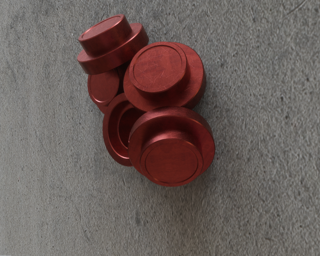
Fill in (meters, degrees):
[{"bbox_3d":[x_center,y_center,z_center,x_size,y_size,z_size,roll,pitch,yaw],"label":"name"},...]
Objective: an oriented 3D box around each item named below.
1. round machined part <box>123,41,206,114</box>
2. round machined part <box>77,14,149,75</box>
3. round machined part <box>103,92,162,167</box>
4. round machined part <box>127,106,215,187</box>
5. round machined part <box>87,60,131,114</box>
[{"bbox_3d":[0.002,-0.061,0.363,0.098,0.042,0.098,-6,66,14],"label":"round machined part"},{"bbox_3d":[-0.068,-0.116,0.411,0.098,0.098,0.042,1,133,39],"label":"round machined part"},{"bbox_3d":[-0.029,0.001,0.417,0.098,0.042,0.097,0,90,39],"label":"round machined part"},{"bbox_3d":[0.013,0.027,0.347,0.097,0.098,0.042,-50,20,28],"label":"round machined part"},{"bbox_3d":[-0.068,-0.065,0.451,0.098,0.042,0.097,0,90,39],"label":"round machined part"}]
